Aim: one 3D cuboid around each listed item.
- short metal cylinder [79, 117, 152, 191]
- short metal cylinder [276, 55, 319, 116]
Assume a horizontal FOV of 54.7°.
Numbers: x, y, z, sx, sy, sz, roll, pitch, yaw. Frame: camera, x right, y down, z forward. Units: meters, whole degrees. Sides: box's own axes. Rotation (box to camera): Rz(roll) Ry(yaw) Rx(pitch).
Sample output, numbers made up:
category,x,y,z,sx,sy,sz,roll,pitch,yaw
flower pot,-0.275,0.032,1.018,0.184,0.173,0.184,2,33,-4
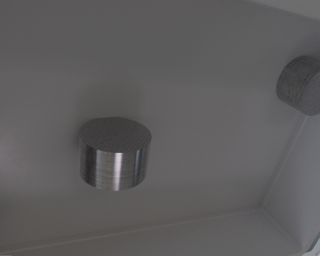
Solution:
category,x,y,z,sx,sy,sz,roll,pitch,yaw
short metal cylinder,-0.053,0.028,0.361,0.081,0.080,0.050,-6,121,-26
short metal cylinder,0.229,-0.065,0.477,0.081,0.050,0.079,-14,124,-21
